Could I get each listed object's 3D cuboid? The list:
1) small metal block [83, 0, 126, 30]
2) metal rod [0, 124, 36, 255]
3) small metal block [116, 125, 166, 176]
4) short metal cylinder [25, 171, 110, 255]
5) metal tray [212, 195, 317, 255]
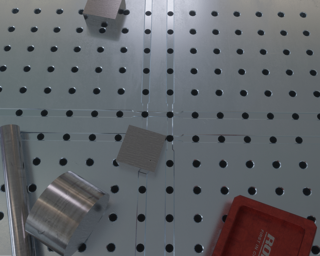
[{"bbox_3d":[-0.085,-0.184,0.478,0.050,0.025,0.050,12,70,4],"label":"small metal block"},{"bbox_3d":[-0.159,0.136,0.360,0.025,0.025,0.299,-15,71,-5],"label":"metal rod"},{"bbox_3d":[-0.023,0.029,0.401,0.050,0.025,0.050,16,71,6],"label":"small metal block"},{"bbox_3d":[-0.101,0.096,0.347,0.050,0.080,0.080,30,73,10],"label":"short metal cylinder"},{"bbox_3d":[0.105,0.150,0.336,0.090,0.030,0.130,16,69,31],"label":"metal tray"}]
